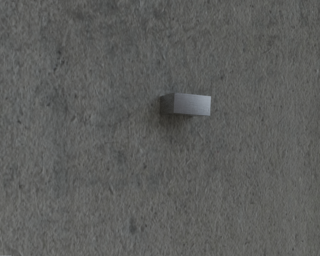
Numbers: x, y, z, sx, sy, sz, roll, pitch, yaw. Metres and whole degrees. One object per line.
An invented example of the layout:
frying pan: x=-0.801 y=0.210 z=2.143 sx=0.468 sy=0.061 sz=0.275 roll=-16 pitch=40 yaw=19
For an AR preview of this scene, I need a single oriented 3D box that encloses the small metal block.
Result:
small metal block: x=0.032 y=-0.030 z=0.409 sx=0.050 sy=0.050 sz=0.025 roll=3 pitch=89 yaw=-20
